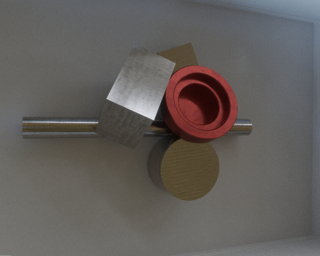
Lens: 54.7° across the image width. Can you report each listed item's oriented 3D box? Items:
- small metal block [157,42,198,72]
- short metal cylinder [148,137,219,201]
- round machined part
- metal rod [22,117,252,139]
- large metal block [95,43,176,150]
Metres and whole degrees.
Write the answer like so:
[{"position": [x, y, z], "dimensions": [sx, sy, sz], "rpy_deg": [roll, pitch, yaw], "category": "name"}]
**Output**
[{"position": [0.023, -0.082, 0.419], "dimensions": [0.050, 0.025, 0.050], "rpy_deg": [-22, 98, -19], "category": "small metal block"}, {"position": [0.030, 0.050, 0.407], "dimensions": [0.081, 0.050, 0.079], "rpy_deg": [0, 90, -21], "category": "short metal cylinder"}, {"position": [0.046, -0.027, 0.398], "dimensions": [0.099, 0.042, 0.098], "rpy_deg": [6, 70, -18], "category": "round machined part"}, {"position": [-0.013, -0.001, 0.403], "dimensions": [0.303, 0.025, 0.025], "rpy_deg": [0, 90, -21], "category": "metal rod"}, {"position": [-0.030, -0.033, 0.354], "dimensions": [0.050, 0.080, 0.080], "rpy_deg": [25, 59, -8], "category": "large metal block"}]
